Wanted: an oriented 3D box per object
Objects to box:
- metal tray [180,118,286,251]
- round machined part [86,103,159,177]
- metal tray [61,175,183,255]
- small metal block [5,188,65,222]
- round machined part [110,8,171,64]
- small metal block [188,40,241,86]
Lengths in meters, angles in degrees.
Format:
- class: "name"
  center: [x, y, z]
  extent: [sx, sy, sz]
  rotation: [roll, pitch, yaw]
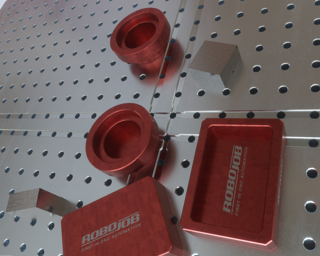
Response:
- class: "metal tray"
  center: [0.080, 0.053, 0.330]
  extent: [0.090, 0.030, 0.130]
  rotation: [1, 62, 29]
- class: "round machined part"
  center: [-0.045, 0.019, 0.410]
  extent: [0.098, 0.042, 0.098]
  rotation: [-13, 56, 21]
- class: "metal tray"
  center: [-0.049, 0.122, 0.356]
  extent: [0.130, 0.030, 0.090]
  rotation: [-27, 52, 11]
- class: "small metal block"
  center: [-0.166, 0.104, 0.415]
  extent: [0.050, 0.050, 0.025]
  rotation: [-14, 56, 20]
- class: "round machined part"
  center: [-0.027, -0.143, 0.500]
  extent: [0.098, 0.042, 0.098]
  rotation: [-13, 56, 21]
- class: "small metal block"
  center: [0.075, -0.089, 0.424]
  extent: [0.050, 0.025, 0.050]
  rotation: [21, 73, 36]
